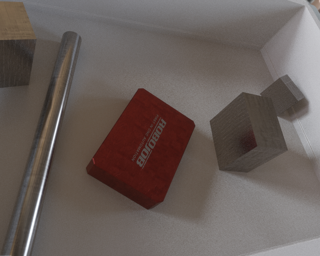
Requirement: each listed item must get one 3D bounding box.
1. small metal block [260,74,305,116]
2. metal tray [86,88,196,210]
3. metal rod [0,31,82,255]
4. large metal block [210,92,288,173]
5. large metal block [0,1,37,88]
[{"bbox_3d":[0.214,-0.057,0.543,0.025,0.050,0.050,-24,75,-37],"label":"small metal block"},{"bbox_3d":[-0.018,0.021,0.381,0.090,0.030,0.130,33,51,-7],"label":"metal tray"},{"bbox_3d":[-0.122,0.006,0.336,0.025,0.025,0.299,15,55,-20],"label":"metal rod"},{"bbox_3d":[0.119,0.009,0.431,0.050,0.080,0.080,8,58,-24],"label":"large metal block"},{"bbox_3d":[-0.182,-0.084,0.323,0.081,0.080,0.050,-13,69,-34],"label":"large metal block"}]
